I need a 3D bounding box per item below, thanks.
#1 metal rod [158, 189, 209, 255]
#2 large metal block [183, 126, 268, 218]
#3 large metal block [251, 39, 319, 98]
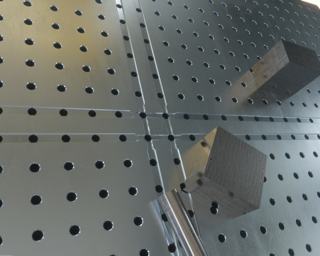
[{"bbox_3d":[0.073,0.205,0.321,0.025,0.025,0.299,-15,70,-34],"label":"metal rod"},{"bbox_3d":[0.086,0.058,0.403,0.080,0.050,0.080,31,52,-9],"label":"large metal block"},{"bbox_3d":[0.227,-0.104,0.558,0.081,0.080,0.050,9,58,-24],"label":"large metal block"}]
